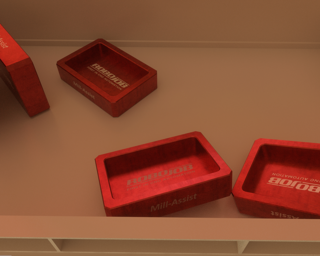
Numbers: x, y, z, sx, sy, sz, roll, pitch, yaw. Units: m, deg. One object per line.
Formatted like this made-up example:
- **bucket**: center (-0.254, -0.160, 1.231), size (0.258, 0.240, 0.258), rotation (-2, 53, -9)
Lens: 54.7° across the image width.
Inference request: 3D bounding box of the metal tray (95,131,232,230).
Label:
- **metal tray**: center (0.001, 0.051, 0.340), size (0.131, 0.030, 0.090), rotation (-14, 32, -11)

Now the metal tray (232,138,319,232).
- **metal tray**: center (0.152, 0.057, 0.320), size (0.130, 0.030, 0.090), rotation (5, 45, 37)

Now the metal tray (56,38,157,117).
- **metal tray**: center (-0.080, -0.080, 0.468), size (0.130, 0.030, 0.090), rotation (35, 58, 25)

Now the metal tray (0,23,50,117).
- **metal tray**: center (-0.207, -0.086, 0.433), size (0.030, 0.089, 0.130), rotation (-32, 57, -24)
